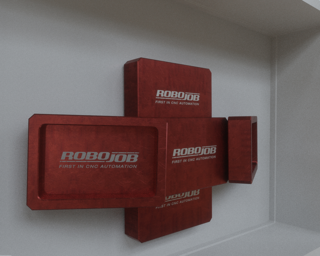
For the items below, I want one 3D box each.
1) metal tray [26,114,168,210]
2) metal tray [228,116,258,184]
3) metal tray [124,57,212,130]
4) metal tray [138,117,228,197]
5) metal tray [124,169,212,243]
[{"bbox_3d":[-0.060,0.033,0.311,0.131,0.030,0.089,1,90,-11],"label":"metal tray"},{"bbox_3d":[0.128,0.027,0.467,0.130,0.030,0.089,-6,95,-69],"label":"metal tray"},{"bbox_3d":[0.015,-0.039,0.412,0.131,0.030,0.089,-1,91,-40],"label":"metal tray"},{"bbox_3d":[0.034,0.032,0.391,0.131,0.030,0.089,-2,91,-40],"label":"metal tray"},{"bbox_3d":[0.015,0.090,0.413,0.131,0.030,0.089,-1,91,-40],"label":"metal tray"}]
